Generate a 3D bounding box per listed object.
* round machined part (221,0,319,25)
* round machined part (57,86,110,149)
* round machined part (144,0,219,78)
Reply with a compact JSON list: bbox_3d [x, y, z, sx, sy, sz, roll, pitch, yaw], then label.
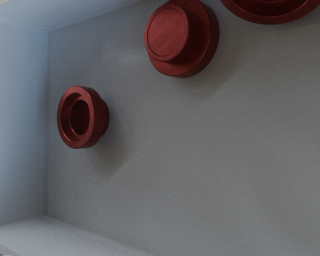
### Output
[{"bbox_3d":[0.103,-0.145,0.283,0.098,0.098,0.042,0,62,40],"label":"round machined part"},{"bbox_3d":[-0.119,-0.016,0.494,0.098,0.042,0.097,0,90,40],"label":"round machined part"},{"bbox_3d":[0.019,-0.112,0.380,0.098,0.042,0.097,0,90,40],"label":"round machined part"}]
